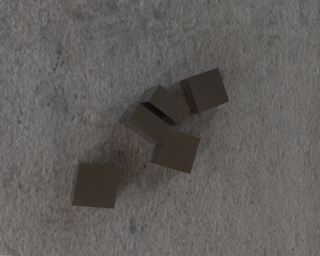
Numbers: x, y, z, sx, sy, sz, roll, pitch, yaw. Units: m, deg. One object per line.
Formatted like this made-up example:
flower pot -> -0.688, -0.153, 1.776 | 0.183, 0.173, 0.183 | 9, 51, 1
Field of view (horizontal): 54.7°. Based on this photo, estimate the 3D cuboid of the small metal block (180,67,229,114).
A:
small metal block -> 0.062, -0.052, 0.433 | 0.050, 0.025, 0.050 | -22, 98, -19

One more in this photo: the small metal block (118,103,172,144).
small metal block -> -0.020, -0.005, 0.389 | 0.050, 0.050, 0.025 | 37, 78, -17

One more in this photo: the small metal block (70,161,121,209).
small metal block -> -0.079, 0.069, 0.381 | 0.050, 0.025, 0.050 | 11, 87, -20

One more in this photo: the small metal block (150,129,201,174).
small metal block -> 0.021, 0.030, 0.418 | 0.050, 0.025, 0.050 | 18, 84, -20

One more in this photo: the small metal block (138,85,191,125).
small metal block -> 0.004, -0.028, 0.398 | 0.050, 0.050, 0.025 | 36, 78, -17
